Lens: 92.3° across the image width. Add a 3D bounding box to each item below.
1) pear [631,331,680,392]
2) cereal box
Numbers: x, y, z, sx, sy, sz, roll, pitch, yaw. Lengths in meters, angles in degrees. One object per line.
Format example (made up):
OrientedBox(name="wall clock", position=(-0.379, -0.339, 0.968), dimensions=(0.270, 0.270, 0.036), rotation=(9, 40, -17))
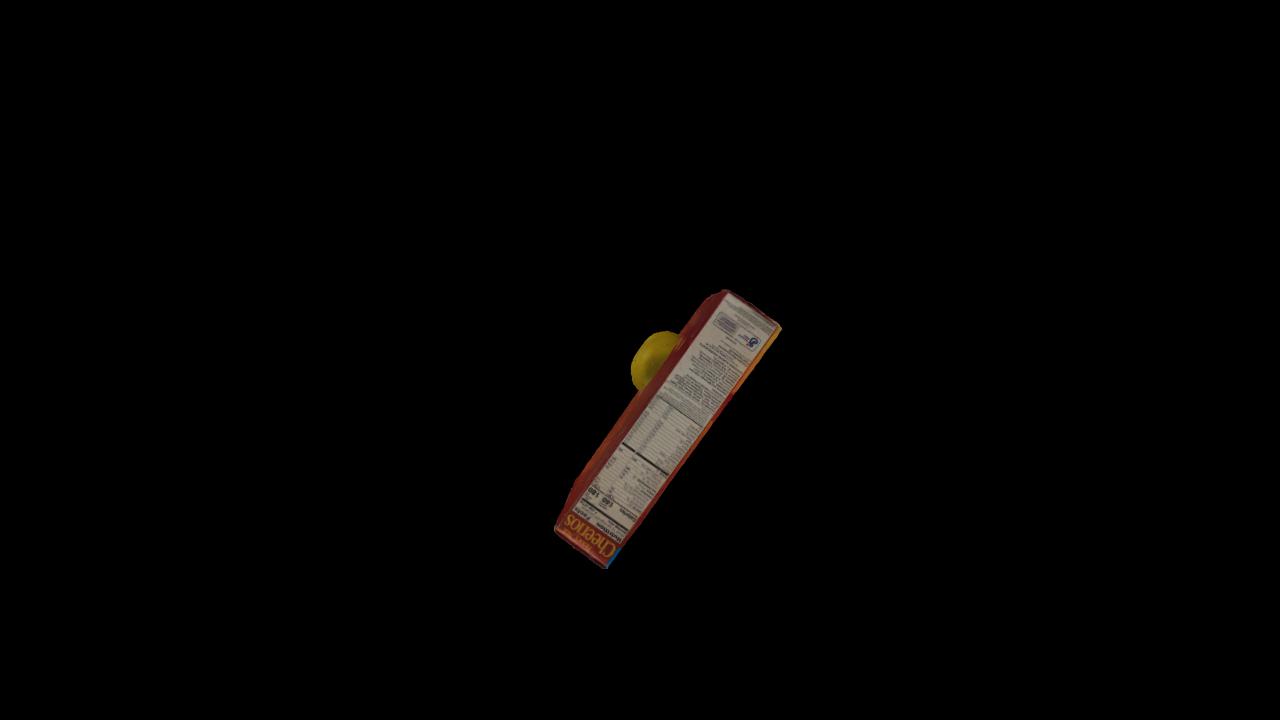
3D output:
OrientedBox(name="pear", position=(0.029, 0.000, 0.709), dimensions=(0.080, 0.080, 0.111), rotation=(0, 20, 1))
OrientedBox(name="cereal box", position=(0.027, 0.066, 0.708), dimensions=(0.081, 0.306, 0.203), rotation=(35, 2, -1))
